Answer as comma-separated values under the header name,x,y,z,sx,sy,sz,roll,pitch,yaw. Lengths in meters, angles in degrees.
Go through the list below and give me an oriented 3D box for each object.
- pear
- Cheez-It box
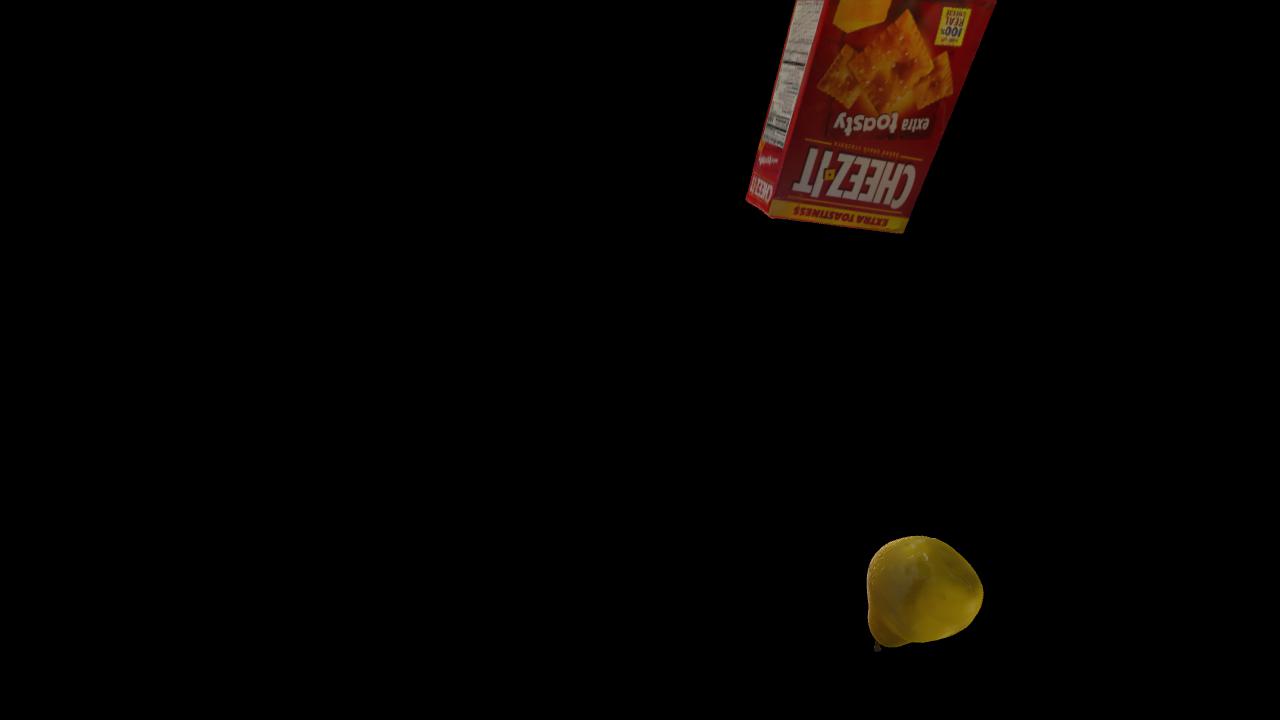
name,x,y,z,sx,sy,sz,roll,pitch,yaw
pear,0.198,0.185,0.465,0.080,0.111,0.080,24,27,-13
Cheez-It box,0.213,-0.244,0.597,0.166,0.223,0.071,3,28,-17
